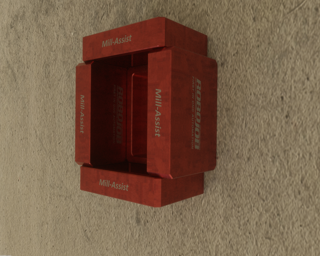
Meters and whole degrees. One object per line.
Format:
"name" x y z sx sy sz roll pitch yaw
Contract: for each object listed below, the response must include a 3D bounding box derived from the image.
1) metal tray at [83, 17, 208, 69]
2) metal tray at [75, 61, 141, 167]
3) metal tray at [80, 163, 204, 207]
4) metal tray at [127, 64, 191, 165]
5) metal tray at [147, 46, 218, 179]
"metal tray" -0.020 -0.096 0.378 0.130 0.091 0.030 1 91 39
"metal tray" -0.067 -0.018 0.416 0.030 0.091 0.129 1 91 40
"metal tray" -0.023 0.063 0.381 0.130 0.091 0.030 1 91 39
"metal tray" -0.001 -0.017 0.402 0.090 0.030 0.129 1 91 39
"metal tray" 0.027 -0.015 0.339 0.030 0.091 0.129 1 91 40
